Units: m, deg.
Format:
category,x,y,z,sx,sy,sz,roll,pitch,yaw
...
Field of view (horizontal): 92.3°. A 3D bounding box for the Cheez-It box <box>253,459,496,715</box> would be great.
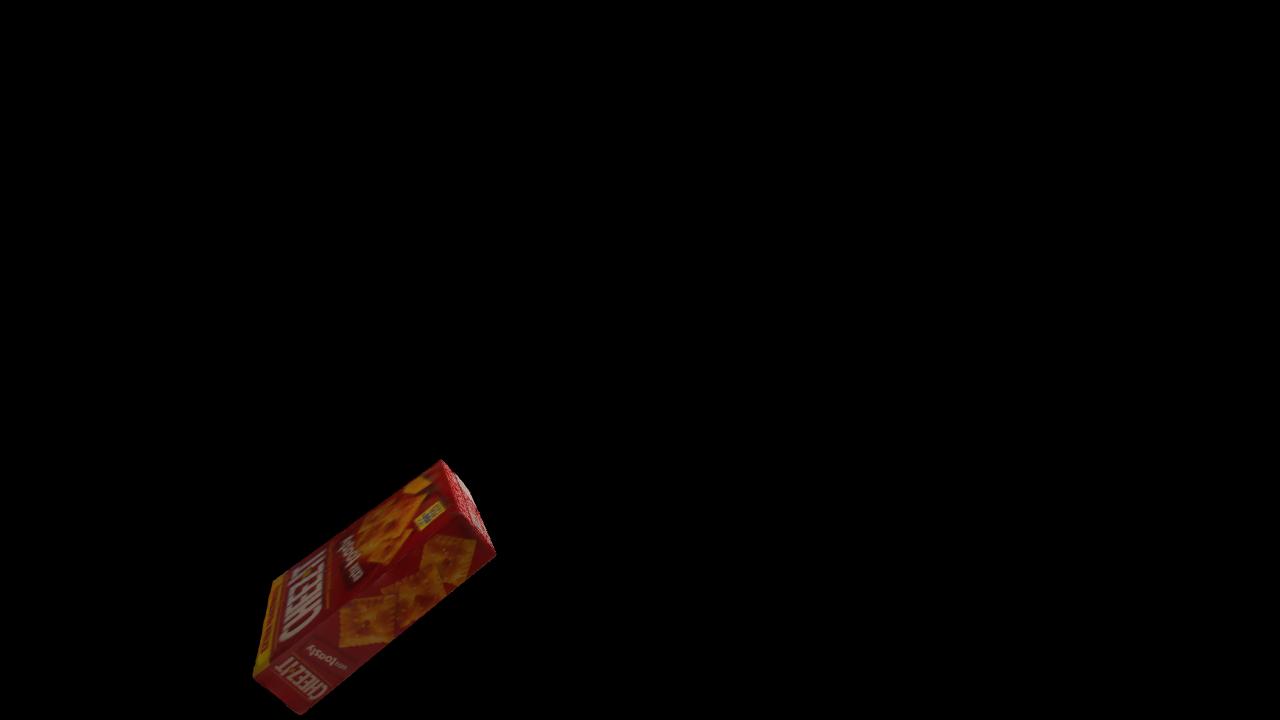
category,x,y,z,sx,sy,sz,roll,pitch,yaw
Cheez-It box,-0.271,0.218,0.639,0.223,0.071,0.166,-38,23,-13
